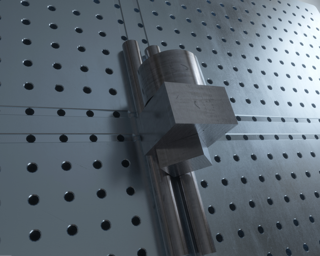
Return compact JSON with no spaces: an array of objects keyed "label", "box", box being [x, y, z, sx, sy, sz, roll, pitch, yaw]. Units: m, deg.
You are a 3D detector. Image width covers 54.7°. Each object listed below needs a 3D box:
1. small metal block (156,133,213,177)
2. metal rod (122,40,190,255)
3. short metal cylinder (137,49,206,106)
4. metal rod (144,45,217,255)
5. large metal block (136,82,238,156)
[{"label":"small metal block","box":[0.029,0.033,0.360,0.050,0.050,0.025,46,27,-62]},{"label":"metal rod","box":[-0.012,0.008,0.399,0.025,0.025,0.299,1,61,-28]},{"label":"short metal cylinder","box":[0.016,-0.052,0.387,0.081,0.080,0.050,1,62,-28]},{"label":"metal rod","box":[0.020,0.012,0.415,0.025,0.025,0.299,1,61,-28]},{"label":"large metal block","box":[0.028,-0.008,0.363,0.081,0.080,0.050,0,62,-29]}]
